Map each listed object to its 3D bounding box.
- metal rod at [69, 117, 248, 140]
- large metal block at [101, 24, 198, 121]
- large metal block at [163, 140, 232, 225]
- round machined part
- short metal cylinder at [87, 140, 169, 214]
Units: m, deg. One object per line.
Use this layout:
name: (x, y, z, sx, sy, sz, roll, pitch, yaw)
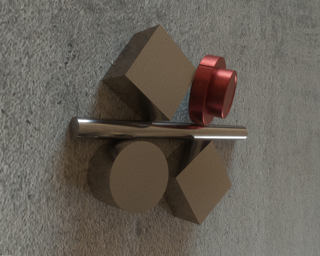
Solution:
metal rod: (0.023, 0.004, 0.429, 0.302, 0.025, 0.025, 2, 89, -40)
large metal block: (-0.010, -0.064, 0.380, 0.080, 0.050, 0.080, 44, 63, -31)
large metal block: (0.045, 0.072, 0.430, 0.080, 0.050, 0.080, -41, 115, -33)
round machined part: (0.078, -0.050, 0.432, 0.098, 0.042, 0.097, 15, 91, -69)
short metal cylinder: (-0.037, 0.054, 0.361, 0.081, 0.050, 0.079, 0, 90, -40)
